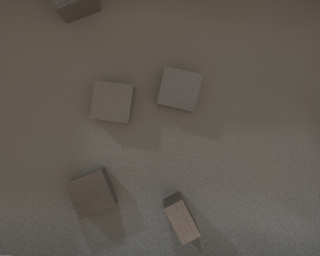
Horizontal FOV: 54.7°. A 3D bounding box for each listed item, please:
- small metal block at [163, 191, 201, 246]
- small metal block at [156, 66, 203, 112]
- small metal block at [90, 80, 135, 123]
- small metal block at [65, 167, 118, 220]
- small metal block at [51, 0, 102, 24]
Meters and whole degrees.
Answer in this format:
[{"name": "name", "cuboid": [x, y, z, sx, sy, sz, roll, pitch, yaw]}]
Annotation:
[{"name": "small metal block", "cuboid": [0.027, 0.114, 0.399, 0.025, 0.050, 0.050, -27, 90, 0]}, {"name": "small metal block", "cuboid": [0.026, -0.050, 0.411, 0.050, 0.025, 0.050, 13, 90, 0]}, {"name": "small metal block", "cuboid": [-0.062, -0.034, 0.411, 0.050, 0.025, 0.050, 7, 90, 0]}, {"name": "small metal block", "cuboid": [-0.090, 0.085, 0.411, 0.050, 0.025, 0.050, -22, 90, 0]}, {"name": "small metal block", "cuboid": [-0.108, -0.163, 0.398, 0.050, 0.050, 0.025, -21, 90, 0]}]
